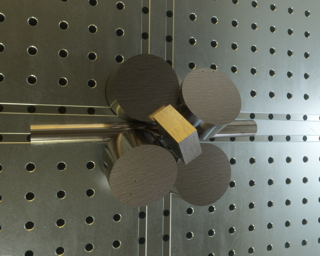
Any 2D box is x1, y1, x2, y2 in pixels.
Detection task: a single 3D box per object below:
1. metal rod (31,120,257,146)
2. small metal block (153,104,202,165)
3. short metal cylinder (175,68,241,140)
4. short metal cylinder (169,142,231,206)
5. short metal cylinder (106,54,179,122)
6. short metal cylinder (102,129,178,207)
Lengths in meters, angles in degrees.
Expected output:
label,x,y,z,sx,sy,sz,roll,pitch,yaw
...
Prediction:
label,x,y,z,sx,sy,sz,roll,pitch,yaw
metal rod,-0.006,0.004,0.406,0.303,0.025,0.025,-2,91,-20
small metal block,0.021,0.008,0.365,0.025,0.050,0.050,-36,144,-11
short metal cylinder,0.057,-0.030,0.403,0.081,0.050,0.080,8,64,-16
short metal cylinder,0.046,0.058,0.413,0.081,0.050,0.079,0,90,-20
short metal cylinder,-0.023,-0.047,0.387,0.081,0.050,0.079,0,90,-20
short metal cylinder,-0.026,0.047,0.373,0.081,0.050,0.079,-8,113,-18
